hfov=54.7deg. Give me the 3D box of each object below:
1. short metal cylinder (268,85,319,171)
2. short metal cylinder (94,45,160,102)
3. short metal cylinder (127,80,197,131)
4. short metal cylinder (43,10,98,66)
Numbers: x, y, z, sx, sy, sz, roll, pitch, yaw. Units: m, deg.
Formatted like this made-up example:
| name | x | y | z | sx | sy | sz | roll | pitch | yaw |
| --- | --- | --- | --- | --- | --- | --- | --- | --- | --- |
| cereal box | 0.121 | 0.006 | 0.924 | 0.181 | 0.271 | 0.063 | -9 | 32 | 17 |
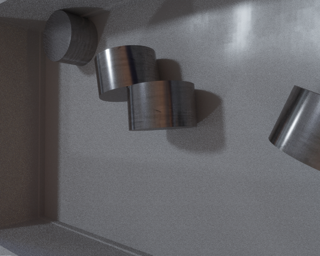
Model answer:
| name | x | y | z | sx | sy | sz | roll | pitch | yaw |
| --- | --- | --- | --- | --- | --- | --- | --- | --- | --- |
| short metal cylinder | 0.139 | 0.003 | 0.256 | 0.080 | 0.081 | 0.050 | 32 | 110 | 35 |
| short metal cylinder | -0.042 | -0.068 | 0.403 | 0.080 | 0.081 | 0.050 | -14 | 81 | 39 |
| short metal cylinder | 0.002 | -0.024 | 0.368 | 0.080 | 0.081 | 0.050 | -5 | 87 | 39 |
| short metal cylinder | -0.148 | -0.146 | 0.510 | 0.080 | 0.050 | 0.079 | 0 | 90 | 39 |
